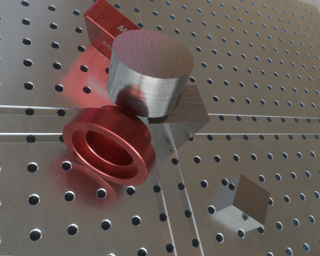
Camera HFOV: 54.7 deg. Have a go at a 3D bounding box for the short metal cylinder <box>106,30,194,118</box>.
[{"bbox_3d":[-0.011,-0.057,0.316,0.081,0.050,0.080,10,46,-10],"label":"short metal cylinder"}]

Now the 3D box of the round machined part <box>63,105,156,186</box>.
[{"bbox_3d":[-0.048,0.014,0.327,0.098,0.097,0.042,35,53,-6],"label":"round machined part"}]

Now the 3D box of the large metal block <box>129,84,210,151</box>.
[{"bbox_3d":[0.000,-0.010,0.380,0.081,0.080,0.050,-4,64,-30],"label":"large metal block"}]

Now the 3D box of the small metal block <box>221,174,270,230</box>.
[{"bbox_3d":[0.115,0.098,0.412,0.050,0.025,0.050,34,51,-6],"label":"small metal block"}]

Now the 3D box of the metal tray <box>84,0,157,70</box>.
[{"bbox_3d":[-0.035,-0.100,0.407,0.130,0.090,0.030,38,81,-3],"label":"metal tray"}]
